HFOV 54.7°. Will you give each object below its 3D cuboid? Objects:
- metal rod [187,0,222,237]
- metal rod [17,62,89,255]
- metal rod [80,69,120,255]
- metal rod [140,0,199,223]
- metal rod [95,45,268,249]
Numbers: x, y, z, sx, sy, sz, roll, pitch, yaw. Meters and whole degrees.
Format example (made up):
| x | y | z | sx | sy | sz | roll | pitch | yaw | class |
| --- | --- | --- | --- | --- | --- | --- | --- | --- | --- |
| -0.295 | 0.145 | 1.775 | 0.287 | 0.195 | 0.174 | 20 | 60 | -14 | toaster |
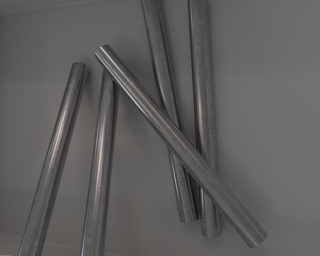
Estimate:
| x | y | z | sx | sy | sz | roll | pitch | yaw | class |
| --- | --- | --- | --- | --- | --- | --- | --- | --- | --- |
| 0.056 | -0.016 | 0.390 | 0.025 | 0.025 | 0.298 | -4 | 89 | 20 | metal rod |
| -0.135 | 0.047 | 0.394 | 0.025 | 0.025 | 0.299 | -1 | 65 | 20 | metal rod |
| -0.070 | 0.044 | 0.372 | 0.025 | 0.025 | 0.299 | -8 | 63 | 20 | metal rod |
| 0.012 | -0.029 | 0.406 | 0.025 | 0.025 | 0.298 | -11 | 86 | 19 | metal rod |
| 0.017 | 0.012 | 0.376 | 0.025 | 0.025 | 0.300 | -43 | 77 | 15 | metal rod |
